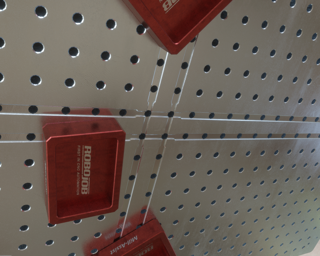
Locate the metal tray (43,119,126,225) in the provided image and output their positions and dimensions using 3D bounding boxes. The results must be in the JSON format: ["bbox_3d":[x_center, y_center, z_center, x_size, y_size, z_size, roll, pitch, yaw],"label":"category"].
[{"bbox_3d":[-0.095,0.056,0.389,0.091,0.030,0.129,-6,121,-26],"label":"metal tray"}]

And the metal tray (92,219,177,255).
[{"bbox_3d":[-0.044,0.218,0.517,0.131,0.030,0.090,-28,128,-11],"label":"metal tray"}]

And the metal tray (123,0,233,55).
[{"bbox_3d":[0.031,-0.155,0.328,0.130,0.030,0.090,-44,129,2],"label":"metal tray"}]
